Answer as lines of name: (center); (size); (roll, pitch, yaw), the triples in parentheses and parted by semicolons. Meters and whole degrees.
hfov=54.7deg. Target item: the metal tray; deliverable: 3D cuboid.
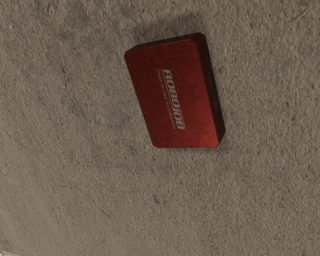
metal tray: (0.020, -0.039, 0.368); (0.090, 0.030, 0.129); (-3, 117, 29)
